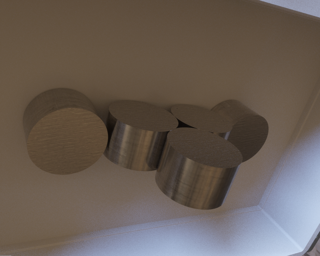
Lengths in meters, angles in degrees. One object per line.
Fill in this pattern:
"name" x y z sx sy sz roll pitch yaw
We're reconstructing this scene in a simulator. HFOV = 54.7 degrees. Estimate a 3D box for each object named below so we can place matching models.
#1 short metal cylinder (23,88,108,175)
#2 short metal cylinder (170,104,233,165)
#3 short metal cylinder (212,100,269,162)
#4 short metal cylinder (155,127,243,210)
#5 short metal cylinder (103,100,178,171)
"short metal cylinder" -0.103 0.004 0.336 0.081 0.050 0.079 -14 124 -21
"short metal cylinder" 0.046 0.009 0.401 0.081 0.080 0.050 2 118 -29
"short metal cylinder" 0.109 0.005 0.453 0.081 0.050 0.079 -14 124 -21
"short metal cylinder" 0.040 0.040 0.329 0.081 0.080 0.050 2 118 -29
"short metal cylinder" -0.024 0.007 0.361 0.081 0.080 0.050 2 118 -29
